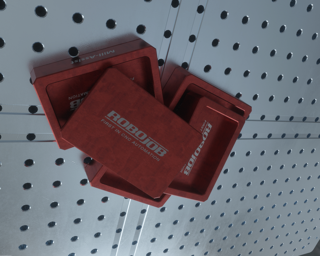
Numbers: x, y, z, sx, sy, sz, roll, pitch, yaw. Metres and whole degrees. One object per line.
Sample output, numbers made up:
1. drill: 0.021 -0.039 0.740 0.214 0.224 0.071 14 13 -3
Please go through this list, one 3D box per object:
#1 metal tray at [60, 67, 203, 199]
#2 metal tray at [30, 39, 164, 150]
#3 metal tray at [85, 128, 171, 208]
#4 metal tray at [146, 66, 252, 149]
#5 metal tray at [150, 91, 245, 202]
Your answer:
1. metal tray: -0.029 0.006 0.343 0.130 0.030 0.090 37 90 -17
2. metal tray: -0.064 -0.038 0.349 0.131 0.030 0.090 -20 126 -16
3. metal tray: -0.024 0.054 0.428 0.131 0.030 0.090 29 102 -38
4. metal tray: 0.056 -0.017 0.426 0.131 0.030 0.090 21 107 -35
5. metal tray: 0.050 0.028 0.411 0.090 0.030 0.129 22 95 -36
